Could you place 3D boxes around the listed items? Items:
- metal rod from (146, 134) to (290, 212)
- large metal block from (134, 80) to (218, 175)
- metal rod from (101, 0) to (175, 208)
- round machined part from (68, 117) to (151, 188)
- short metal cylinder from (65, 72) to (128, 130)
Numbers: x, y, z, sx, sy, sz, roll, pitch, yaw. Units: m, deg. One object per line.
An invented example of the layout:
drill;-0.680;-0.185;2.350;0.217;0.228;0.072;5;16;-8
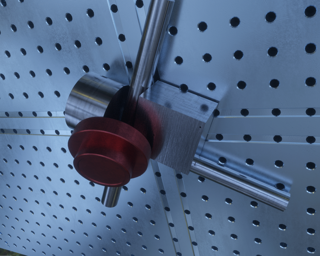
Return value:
metal rod;0.022;0.037;0.421;0.301;0.025;0.025;22;127;14
large metal block;0.016;-0.001;0.380;0.080;0.050;0.079;23;127;13
metal rod;-0.036;-0.013;0.396;0.025;0.025;0.298;25;120;12
round machined part;-0.063;0.035;0.369;0.098;0.042;0.097;9;140;8
short metal cylinder;-0.075;-0.025;0.397;0.050;0.080;0.079;23;127;14
